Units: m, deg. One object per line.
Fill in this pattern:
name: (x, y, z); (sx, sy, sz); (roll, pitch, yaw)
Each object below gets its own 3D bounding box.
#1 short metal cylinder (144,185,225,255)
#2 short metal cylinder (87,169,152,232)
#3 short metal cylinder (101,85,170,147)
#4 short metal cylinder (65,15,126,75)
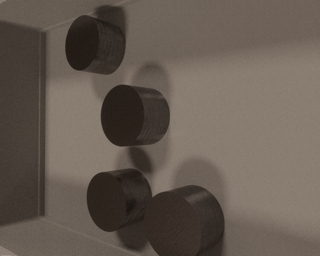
short metal cylinder: (0.028, 0.111, 0.366); (0.080, 0.050, 0.079); (0, 90, 39)
short metal cylinder: (-0.058, 0.099, 0.436); (0.080, 0.050, 0.079); (0, 90, 39)
short metal cylinder: (-0.034, -0.016, 0.416); (0.080, 0.050, 0.079); (0, 90, 39)
short metal cylinder: (-0.098, -0.124, 0.469); (0.080, 0.050, 0.079); (0, 90, 39)
